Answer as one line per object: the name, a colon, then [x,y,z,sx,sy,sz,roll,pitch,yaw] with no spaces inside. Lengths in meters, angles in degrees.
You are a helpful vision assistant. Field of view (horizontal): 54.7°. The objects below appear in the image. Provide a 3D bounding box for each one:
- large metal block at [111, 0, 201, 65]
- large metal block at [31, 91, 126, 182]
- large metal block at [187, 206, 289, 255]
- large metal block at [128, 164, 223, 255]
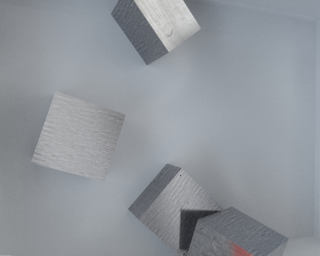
large metal block: [-0.008,-0.131,0.378,0.050,0.080,0.080,-39,103,-16]
large metal block: [-0.095,0.010,0.362,0.081,0.050,0.080,19,84,-19]
large metal block: [0.093,0.143,0.371,0.081,0.080,0.050,0,109,-49]
large metal block: [0.020,0.105,0.404,0.080,0.050,0.080,45,76,-15]
